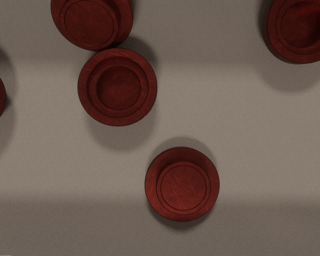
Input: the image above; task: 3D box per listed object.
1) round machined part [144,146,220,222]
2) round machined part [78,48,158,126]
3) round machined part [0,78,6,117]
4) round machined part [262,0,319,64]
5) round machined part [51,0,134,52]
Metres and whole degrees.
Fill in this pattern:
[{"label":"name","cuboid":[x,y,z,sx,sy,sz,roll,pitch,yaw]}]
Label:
[{"label":"round machined part","cuboid":[0.029,0.074,0.403,0.099,0.042,0.097,0,90,-1]},{"label":"round machined part","cuboid":[-0.052,-0.051,0.402,0.099,0.042,0.097,0,90,-1]},{"label":"round machined part","cuboid":[-0.248,-0.038,0.386,0.099,0.042,0.097,0,89,-31]},{"label":"round machined part","cuboid":[0.181,-0.132,0.401,0.099,0.042,0.097,0,99,0]},{"label":"round machined part","cuboid":[-0.082,-0.135,0.374,0.099,0.042,0.097,0,135,0]}]
